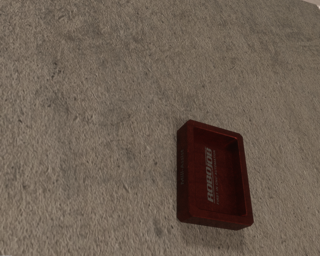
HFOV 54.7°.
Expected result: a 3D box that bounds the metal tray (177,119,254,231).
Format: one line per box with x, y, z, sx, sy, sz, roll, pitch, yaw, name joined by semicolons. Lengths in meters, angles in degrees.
0.069;0.059;0.403;0.091;0.030;0.130;15;55;-20;metal tray
